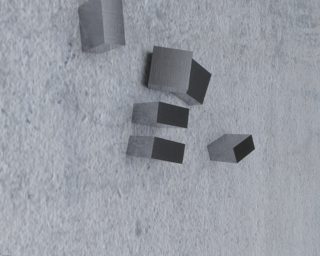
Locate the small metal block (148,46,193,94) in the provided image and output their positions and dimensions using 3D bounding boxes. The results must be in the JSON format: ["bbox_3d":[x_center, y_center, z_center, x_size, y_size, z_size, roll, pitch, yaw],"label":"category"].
[{"bbox_3d":[0.013,-0.075,0.401,0.050,0.025,0.050,8,84,-2],"label":"small metal block"}]

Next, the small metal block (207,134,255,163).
[{"bbox_3d":[0.111,0.031,0.484,0.050,0.050,0.025,-28,108,-37],"label":"small metal block"}]

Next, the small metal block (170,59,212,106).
[{"bbox_3d":[0.042,-0.066,0.443,0.050,0.025,0.050,30,71,-36],"label":"small metal block"}]

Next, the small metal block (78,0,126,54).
[{"bbox_3d":[-0.064,-0.111,0.336,0.025,0.050,0.050,-7,95,-40],"label":"small metal block"}]

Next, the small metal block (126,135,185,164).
[{"bbox_3d":[-0.005,0.027,0.386,0.050,0.050,0.025,15,80,-39],"label":"small metal block"}]

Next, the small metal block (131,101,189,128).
[{"bbox_3d":[0.000,-0.015,0.391,0.050,0.050,0.025,10,84,-40],"label":"small metal block"}]
